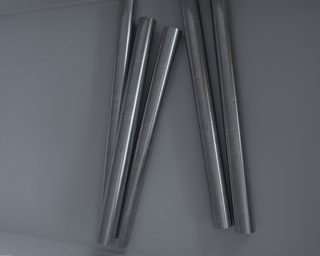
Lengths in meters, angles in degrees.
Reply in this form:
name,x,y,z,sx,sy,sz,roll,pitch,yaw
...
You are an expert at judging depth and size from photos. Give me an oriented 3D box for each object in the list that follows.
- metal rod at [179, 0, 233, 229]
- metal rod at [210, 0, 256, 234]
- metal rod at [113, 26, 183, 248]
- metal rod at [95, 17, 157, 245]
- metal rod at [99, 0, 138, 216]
name,x,y,z,sx,sy,sz,roll,pitch,yaw
metal rod,0.057,-0.027,0.389,0.025,0.025,0.298,-9,87,19
metal rod,0.088,-0.024,0.379,0.025,0.025,0.298,-7,88,19
metal rod,-0.019,0.016,0.416,0.025,0.025,0.298,16,95,19
metal rod,-0.044,0.002,0.410,0.025,0.025,0.298,10,88,19
metal rod,-0.058,-0.028,0.429,0.025,0.025,0.298,7,92,19
